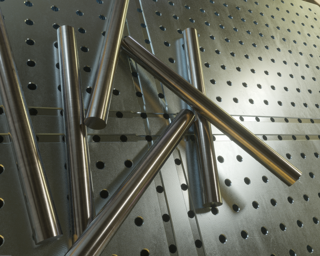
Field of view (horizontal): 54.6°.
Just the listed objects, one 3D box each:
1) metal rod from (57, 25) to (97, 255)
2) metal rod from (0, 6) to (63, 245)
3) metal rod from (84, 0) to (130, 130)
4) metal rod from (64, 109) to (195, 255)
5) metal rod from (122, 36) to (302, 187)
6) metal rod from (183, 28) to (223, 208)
[{"bbox_3d":[-0.097,0.002,0.354,0.025,0.025,0.299,2,61,-27],"label":"metal rod"},{"bbox_3d":[-0.159,-0.026,0.338,0.025,0.025,0.299,-10,67,-33],"label":"metal rod"},{"bbox_3d":[-0.066,-0.126,0.438,0.025,0.025,0.300,17,52,-18],"label":"metal rod"},{"bbox_3d":[-0.028,0.064,0.330,0.025,0.025,0.301,41,44,-1],"label":"metal rod"},{"bbox_3d":[0.061,-0.030,0.426,0.300,0.025,0.025,41,50,12],"label":"metal rod"},{"bbox_3d":[0.058,-0.034,0.459,0.025,0.025,0.299,11,57,-22],"label":"metal rod"}]
